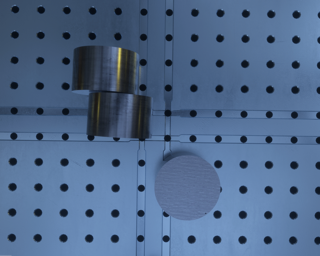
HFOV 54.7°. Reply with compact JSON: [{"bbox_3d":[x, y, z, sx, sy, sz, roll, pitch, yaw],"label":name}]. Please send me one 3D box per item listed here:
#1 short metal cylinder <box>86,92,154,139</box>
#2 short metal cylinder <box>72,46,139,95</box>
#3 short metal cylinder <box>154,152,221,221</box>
[{"bbox_3d":[-0.049,-0.015,0.385,0.081,0.080,0.050,4,90,-1],"label":"short metal cylinder"},{"bbox_3d":[-0.067,-0.067,0.385,0.081,0.080,0.050,3,90,-1],"label":"short metal cylinder"},{"bbox_3d":[0.033,0.073,0.401,0.081,0.050,0.079,0,90,-1],"label":"short metal cylinder"}]
